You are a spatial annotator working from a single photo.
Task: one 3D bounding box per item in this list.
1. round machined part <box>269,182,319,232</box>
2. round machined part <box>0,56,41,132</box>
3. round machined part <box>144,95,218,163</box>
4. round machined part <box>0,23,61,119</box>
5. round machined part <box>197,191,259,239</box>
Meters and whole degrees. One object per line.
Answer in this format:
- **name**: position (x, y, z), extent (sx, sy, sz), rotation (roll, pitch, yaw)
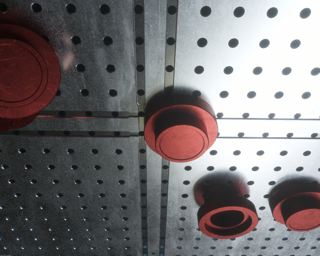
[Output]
- **round machined part**: position (0.240, 0.138, 0.522), extent (0.099, 0.042, 0.097), rotation (-1, 130, 0)
- **round machined part**: position (-0.195, -0.034, 0.369), extent (0.099, 0.042, 0.097), rotation (-1, 130, 0)
- **round machined part**: position (0.028, 0.008, 0.408), extent (0.099, 0.042, 0.097), rotation (-1, 130, 0)
- **round machined part**: position (-0.153, -0.057, 0.318), extent (0.099, 0.042, 0.097), rotation (-6, 105, -24)
- **round machined part**: position (0.112, 0.144, 0.525), extent (0.099, 0.042, 0.097), rotation (-1, 130, 0)
